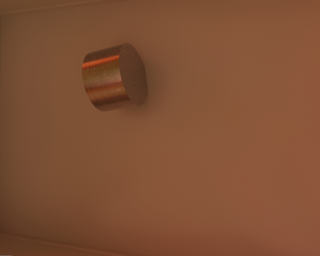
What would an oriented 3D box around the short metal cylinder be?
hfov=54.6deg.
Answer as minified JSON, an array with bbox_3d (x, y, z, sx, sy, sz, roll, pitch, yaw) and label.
[{"bbox_3d":[-0.056,-0.064,0.402,0.050,0.080,0.080,-9,87,20],"label":"short metal cylinder"}]
